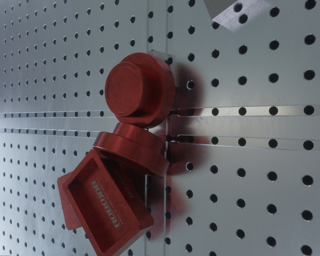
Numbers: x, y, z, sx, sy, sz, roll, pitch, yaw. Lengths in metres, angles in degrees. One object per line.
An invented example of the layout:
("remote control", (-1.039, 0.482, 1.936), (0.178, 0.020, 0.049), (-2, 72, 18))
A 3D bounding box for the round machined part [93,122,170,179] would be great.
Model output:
("round machined part", (-0.032, 0.026, 0.396), (0.098, 0.098, 0.042), (12, 71, 39))

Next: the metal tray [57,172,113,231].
("metal tray", (-0.111, 0.107, 0.498), (0.130, 0.030, 0.090), (-26, 74, 37))

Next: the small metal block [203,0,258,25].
("small metal block", (0.076, -0.153, 0.347), (0.050, 0.025, 0.050), (-29, 72, 36))

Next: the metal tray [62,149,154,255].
("metal tray", (-0.076, 0.104, 0.429), (0.090, 0.030, 0.130), (-48, 64, 24))

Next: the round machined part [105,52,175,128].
("round machined part", (-0.032, -0.047, 0.393), (0.098, 0.042, 0.097), (1, 91, 39))

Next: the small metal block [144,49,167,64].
("small metal block", (-0.014, -0.070, 0.421), (0.050, 0.025, 0.050), (-26, 74, 37))
